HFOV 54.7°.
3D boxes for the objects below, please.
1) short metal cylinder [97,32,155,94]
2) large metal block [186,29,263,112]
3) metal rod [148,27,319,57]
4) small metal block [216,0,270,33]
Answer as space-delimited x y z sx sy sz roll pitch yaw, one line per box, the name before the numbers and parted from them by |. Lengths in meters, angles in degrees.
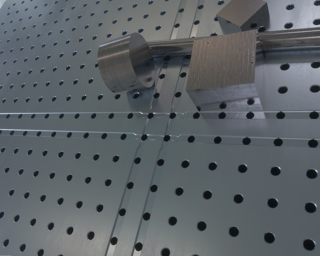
short metal cylinder | -0.047 -0.094 0.455 0.050 0.080 0.080 -10 57 23
large metal block | 0.084 -0.070 0.391 0.080 0.050 0.080 -3 60 26
metal rod | 0.109 -0.116 0.421 0.300 0.025 0.025 5 64 30
small metal block | 0.119 -0.162 0.446 0.050 0.025 0.050 -43 51 -2
